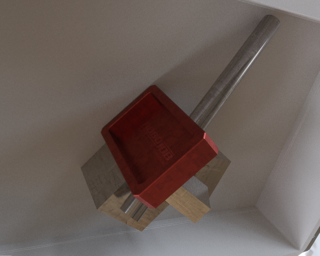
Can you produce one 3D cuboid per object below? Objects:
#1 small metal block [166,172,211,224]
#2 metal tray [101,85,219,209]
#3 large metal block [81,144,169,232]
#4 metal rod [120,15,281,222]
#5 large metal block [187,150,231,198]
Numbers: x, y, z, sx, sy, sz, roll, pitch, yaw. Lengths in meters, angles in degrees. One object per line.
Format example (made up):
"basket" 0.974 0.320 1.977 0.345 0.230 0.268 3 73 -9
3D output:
"small metal block" 0.029 0.073 0.358 0.050 0.050 0.025 39 106 -8
"metal tray" -0.008 0.013 0.344 0.090 0.130 0.030 -41 129 1
"large metal block" -0.045 0.074 0.395 0.050 0.080 0.080 -45 130 3
"metal rod" 0.056 -0.022 0.367 0.300 0.025 0.025 -52 131 -13
"large metal block" 0.038 0.053 0.428 0.050 0.080 0.080 14 111 -35
